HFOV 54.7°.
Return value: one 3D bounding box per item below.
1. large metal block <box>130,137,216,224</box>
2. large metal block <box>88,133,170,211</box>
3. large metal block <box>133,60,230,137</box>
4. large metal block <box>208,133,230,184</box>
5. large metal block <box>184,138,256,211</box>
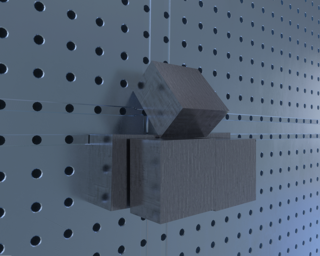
[{"bbox_3d":[0.015,0.051,0.339,0.081,0.050,0.079,0,90,-40],"label":"large metal block"},{"bbox_3d":[-0.035,0.047,0.366,0.081,0.050,0.079,2,89,-40],"label":"large metal block"},{"bbox_3d":[0.026,-0.034,0.390,0.081,0.050,0.080,0,48,-40],"label":"large metal block"},{"bbox_3d":[0.055,0.047,0.441,0.081,0.050,0.079,-1,91,-40],"label":"large metal block"},{"bbox_3d":[0.077,0.053,0.392,0.081,0.050,0.079,0,90,-40],"label":"large metal block"}]
